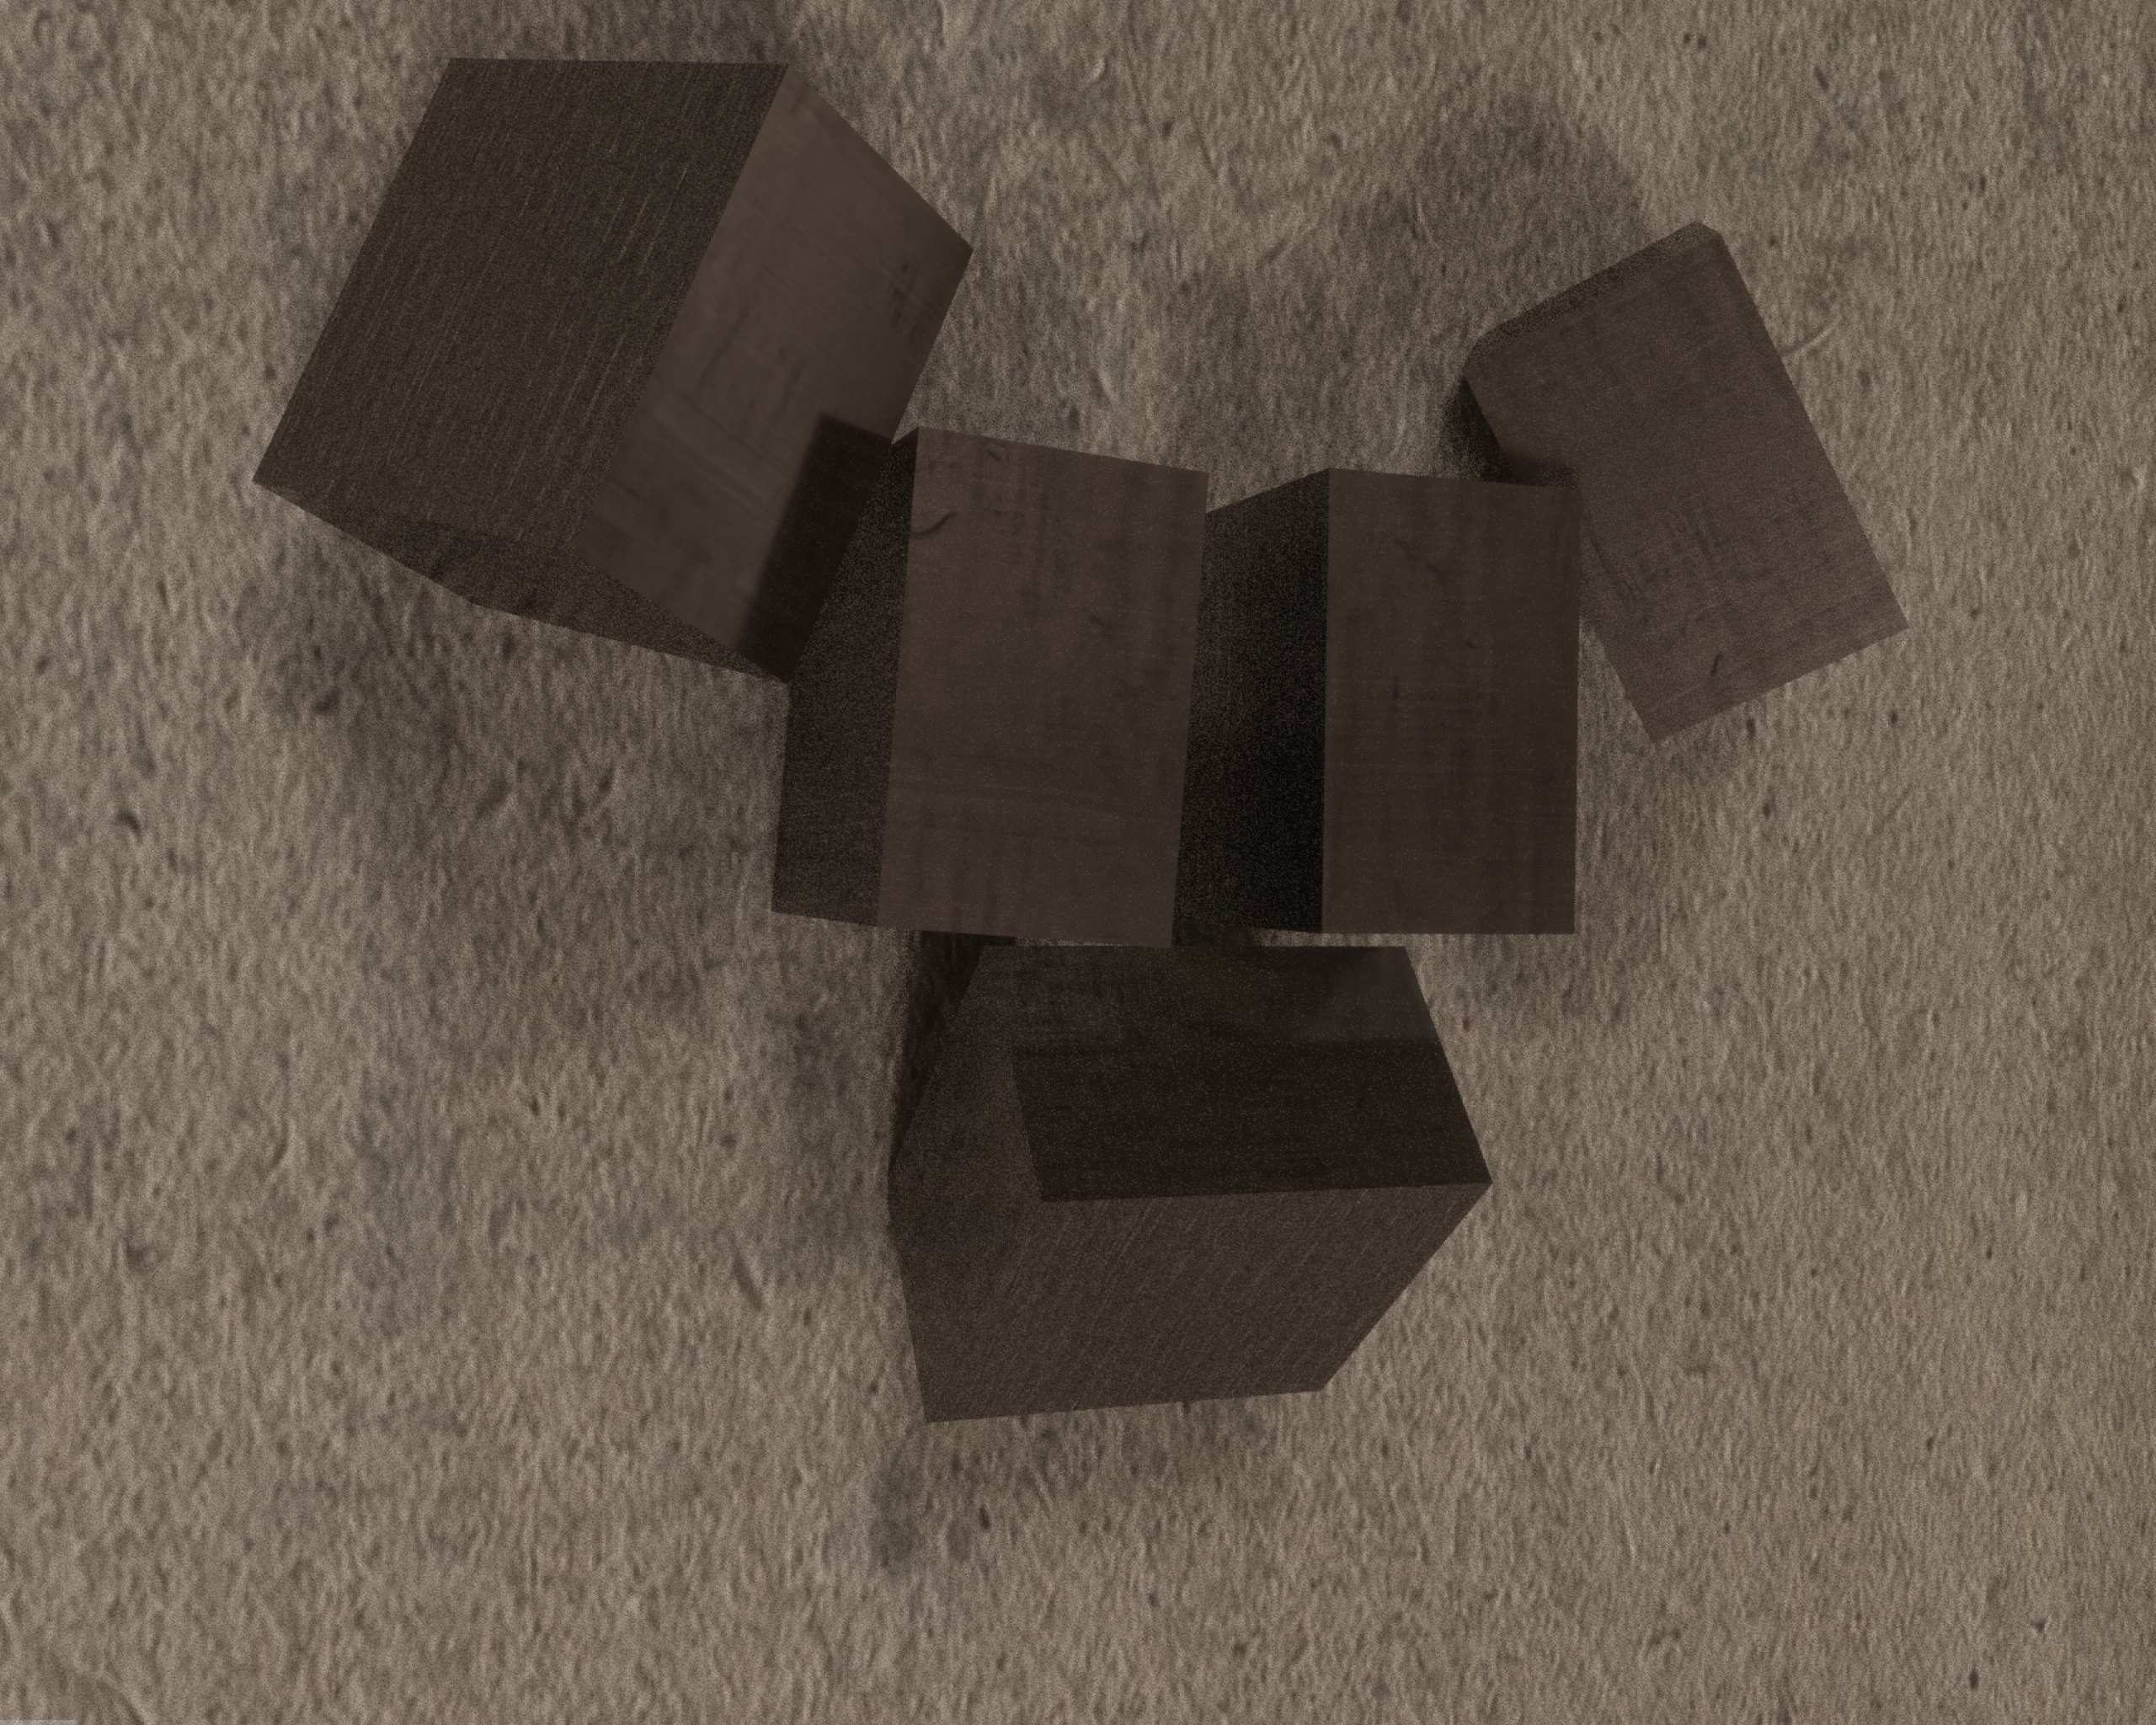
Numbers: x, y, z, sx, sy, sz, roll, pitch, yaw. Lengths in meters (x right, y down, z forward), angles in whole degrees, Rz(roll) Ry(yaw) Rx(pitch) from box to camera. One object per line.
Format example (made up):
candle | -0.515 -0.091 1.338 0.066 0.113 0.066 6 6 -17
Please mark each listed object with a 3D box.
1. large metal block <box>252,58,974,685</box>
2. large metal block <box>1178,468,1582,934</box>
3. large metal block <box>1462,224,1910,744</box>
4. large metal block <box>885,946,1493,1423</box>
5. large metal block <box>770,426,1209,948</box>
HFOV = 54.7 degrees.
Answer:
large metal block | -0.076 -0.082 0.344 0.050 0.080 0.080 32 77 -54
large metal block | 0.052 -0.028 0.402 0.050 0.080 0.079 1 90 -20
large metal block | 0.120 -0.079 0.420 0.050 0.080 0.080 -26 101 20
large metal block | 0.016 0.059 0.382 0.081 0.079 0.050 1 51 -20
large metal block | -0.019 -0.028 0.375 0.050 0.080 0.080 5 88 -20
